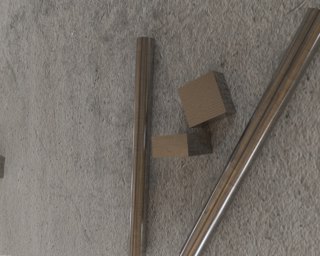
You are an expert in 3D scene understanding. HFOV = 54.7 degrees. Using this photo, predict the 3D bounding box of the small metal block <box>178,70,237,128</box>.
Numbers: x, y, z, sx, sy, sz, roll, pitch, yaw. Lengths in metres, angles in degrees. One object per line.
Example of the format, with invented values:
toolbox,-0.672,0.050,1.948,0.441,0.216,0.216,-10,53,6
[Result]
small metal block,0.054,-0.032,0.359,0.050,0.025,0.050,-25,74,37

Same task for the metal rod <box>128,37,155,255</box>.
metal rod,-0.025,0.029,0.423,0.025,0.025,0.298,4,93,39

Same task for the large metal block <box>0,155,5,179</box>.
large metal block,-0.415,0.085,0.707,0.080,0.081,0.050,12,98,39

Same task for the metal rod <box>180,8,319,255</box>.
metal rod,0.091,0.025,0.328,0.025,0.025,0.298,36,112,34

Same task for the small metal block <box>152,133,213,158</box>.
small metal block,0.026,0.020,0.365,0.050,0.050,0.025,-7,86,39
